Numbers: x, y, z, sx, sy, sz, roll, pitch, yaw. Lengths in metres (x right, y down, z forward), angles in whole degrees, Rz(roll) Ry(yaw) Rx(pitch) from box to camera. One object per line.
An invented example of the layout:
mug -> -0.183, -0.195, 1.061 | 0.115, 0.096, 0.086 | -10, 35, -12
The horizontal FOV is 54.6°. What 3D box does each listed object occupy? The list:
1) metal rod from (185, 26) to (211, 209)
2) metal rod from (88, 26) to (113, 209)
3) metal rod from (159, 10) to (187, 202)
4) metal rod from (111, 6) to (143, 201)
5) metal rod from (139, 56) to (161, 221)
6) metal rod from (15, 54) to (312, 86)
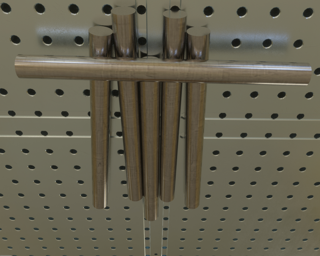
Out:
metal rod -> 0.047, 0.012, 0.422 | 0.025, 0.025, 0.298 | -2, 130, 1
metal rod -> -0.081, 0.011, 0.419 | 0.025, 0.025, 0.298 | 5, 130, -5
metal rod -> 0.013, -0.002, 0.411 | 0.025, 0.025, 0.298 | 0, 130, -1
metal rod -> -0.038, -0.004, 0.408 | 0.025, 0.025, 0.298 | 0, 130, 0
metal rod -> -0.013, 0.039, 0.444 | 0.025, 0.025, 0.298 | 0, 131, -1
metal rod -> 0.005, -0.061, 0.327 | 0.302, 0.025, 0.025 | 1, 130, -2
